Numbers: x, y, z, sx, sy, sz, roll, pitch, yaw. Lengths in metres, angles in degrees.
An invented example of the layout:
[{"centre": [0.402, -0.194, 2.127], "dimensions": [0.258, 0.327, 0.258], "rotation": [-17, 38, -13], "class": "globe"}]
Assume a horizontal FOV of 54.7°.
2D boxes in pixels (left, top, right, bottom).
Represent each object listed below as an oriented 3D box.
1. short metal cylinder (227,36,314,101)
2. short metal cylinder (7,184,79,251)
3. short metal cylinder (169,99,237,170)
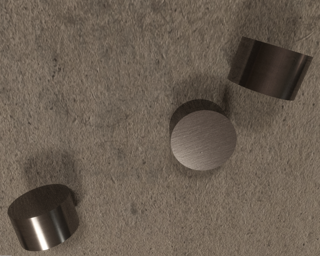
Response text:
[{"centre": [0.125, -0.069, 0.357], "dimensions": [0.081, 0.080, 0.050], "rotation": [15, 109, -6], "class": "short metal cylinder"}, {"centre": [-0.157, 0.119, 0.422], "dimensions": [0.080, 0.080, 0.050], "rotation": [-10, 110, 3], "class": "short metal cylinder"}, {"centre": [0.053, 0.008, 0.400], "dimensions": [0.081, 0.050, 0.079], "rotation": [0, 110, -1], "class": "short metal cylinder"}]
